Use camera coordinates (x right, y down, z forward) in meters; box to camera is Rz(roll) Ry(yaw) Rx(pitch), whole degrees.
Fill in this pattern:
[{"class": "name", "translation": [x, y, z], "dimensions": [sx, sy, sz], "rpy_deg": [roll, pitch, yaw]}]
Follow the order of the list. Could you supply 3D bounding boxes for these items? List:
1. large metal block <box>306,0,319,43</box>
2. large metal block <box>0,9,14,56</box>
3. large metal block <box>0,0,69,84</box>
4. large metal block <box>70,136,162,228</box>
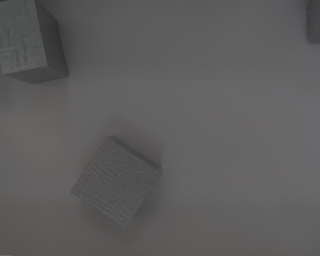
[{"class": "large metal block", "translation": [0.232, -0.145, 0.374], "dimensions": [0.080, 0.080, 0.050], "rpy_deg": [-2, 82, 12]}, {"class": "large metal block", "translation": [-0.240, -0.126, 0.382], "dimensions": [0.080, 0.080, 0.050], "rpy_deg": [4, 90, 0]}, {"class": "large metal block", "translation": [-0.157, -0.103, 0.382], "dimensions": [0.050, 0.080, 0.080], "rpy_deg": [-12, 90, 0]}, {"class": "large metal block", "translation": [-0.053, 0.065, 0.398], "dimensions": [0.080, 0.050, 0.080], "rpy_deg": [33, 90, 0]}]
